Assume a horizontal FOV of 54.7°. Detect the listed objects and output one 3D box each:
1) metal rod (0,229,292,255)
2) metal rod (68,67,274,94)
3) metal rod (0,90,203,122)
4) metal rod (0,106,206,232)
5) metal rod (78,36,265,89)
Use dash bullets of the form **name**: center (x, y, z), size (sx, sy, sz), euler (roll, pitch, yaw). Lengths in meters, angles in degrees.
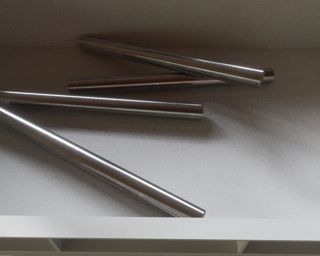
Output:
- **metal rod**: center (-0.025, 0.116, 0.306), size (0.302, 0.025, 0.025), euler (1, 50, 0)
- **metal rod**: center (0.019, -0.070, 0.464), size (0.302, 0.025, 0.025), euler (-4, 50, -3)
- **metal rod**: center (-0.092, -0.032, 0.431), size (0.302, 0.025, 0.025), euler (4, 50, 3)
- **metal rod**: center (-0.088, 0.040, 0.370), size (0.301, 0.025, 0.025), euler (24, 54, 19)
- **metal rod**: center (0.001, -0.103, 0.465), size (0.301, 0.025, 0.025), euler (17, 52, 23)
